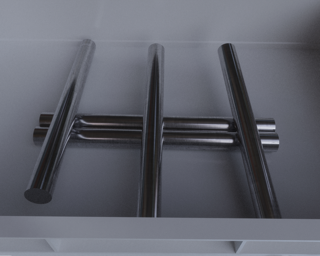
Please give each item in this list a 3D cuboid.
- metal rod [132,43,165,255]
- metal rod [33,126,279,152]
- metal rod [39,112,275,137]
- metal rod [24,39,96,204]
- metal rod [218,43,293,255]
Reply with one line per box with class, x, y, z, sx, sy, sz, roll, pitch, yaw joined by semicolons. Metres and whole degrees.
metal rod;-0.009;-0.003;0.374;0.025;0.025;0.300;1;50;1
metal rod;-0.005;0.014;0.392;0.302;0.025;0.025;1;50;0
metal rod;-0.004;-0.005;0.408;0.302;0.025;0.025;1;50;0
metal rod;-0.116;-0.036;0.401;0.025;0.025;0.300;0;42;-1
metal rod;0.105;0.015;0.363;0.025;0.025;0.299;-3;58;-3
